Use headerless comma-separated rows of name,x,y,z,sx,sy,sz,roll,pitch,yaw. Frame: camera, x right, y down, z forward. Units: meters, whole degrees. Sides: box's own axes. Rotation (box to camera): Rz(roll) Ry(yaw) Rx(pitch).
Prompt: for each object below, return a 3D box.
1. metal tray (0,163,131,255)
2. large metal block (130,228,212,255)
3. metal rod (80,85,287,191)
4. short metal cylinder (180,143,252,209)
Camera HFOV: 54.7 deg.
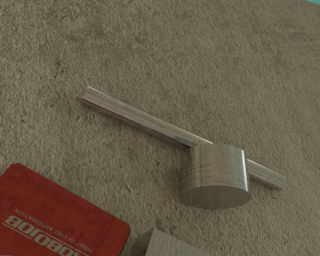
metal tray,-0.103,0.102,0.282,0.130,0.030,0.090,32,52,-8
large metal block,0.007,0.155,0.297,0.080,0.050,0.080,29,52,-10
metal rod,0.041,0.019,0.413,0.302,0.025,0.025,24,53,-13
short metal cylinder,0.064,0.059,0.367,0.081,0.080,0.050,16,56,-20
